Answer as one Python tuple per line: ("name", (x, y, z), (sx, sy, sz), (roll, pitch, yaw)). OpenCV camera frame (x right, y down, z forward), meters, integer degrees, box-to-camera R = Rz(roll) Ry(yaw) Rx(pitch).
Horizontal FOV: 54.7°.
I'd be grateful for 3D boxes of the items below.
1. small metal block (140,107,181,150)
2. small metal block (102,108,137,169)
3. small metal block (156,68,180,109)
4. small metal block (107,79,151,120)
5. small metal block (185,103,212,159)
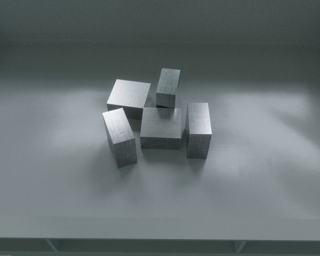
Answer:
("small metal block", (0.002, 0.000, 0.405), (0.050, 0.025, 0.050), (2, 50, 1))
("small metal block", (-0.049, 0.013, 0.378), (0.025, 0.050, 0.050), (-16, 52, -13))
("small metal block", (0.011, -0.046, 0.428), (0.025, 0.050, 0.050), (7, 50, 6))
("small metal block", (-0.042, -0.040, 0.438), (0.050, 0.025, 0.050), (8, 50, 6))
("small metal block", (0.046, 0.004, 0.386), (0.025, 0.050, 0.050), (1, 50, 0))
